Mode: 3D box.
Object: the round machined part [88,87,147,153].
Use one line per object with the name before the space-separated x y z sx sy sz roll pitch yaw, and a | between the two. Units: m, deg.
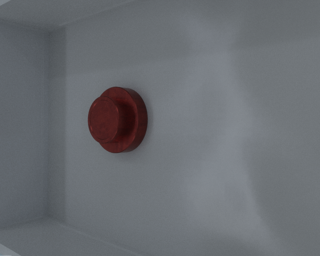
round machined part | -0.068 -0.012 0.453 0.098 0.042 0.097 0 90 40
